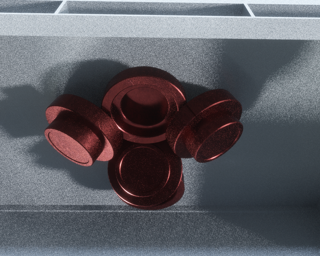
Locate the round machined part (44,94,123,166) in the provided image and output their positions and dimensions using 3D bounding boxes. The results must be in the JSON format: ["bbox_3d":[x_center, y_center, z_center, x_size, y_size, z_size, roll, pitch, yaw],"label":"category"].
[{"bbox_3d":[-0.098,0.009,0.374,0.098,0.042,0.097,22,146,16],"label":"round machined part"}]

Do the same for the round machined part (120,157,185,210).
[{"bbox_3d":[-0.014,0.076,0.459,0.099,0.042,0.097,0,130,0],"label":"round machined part"}]

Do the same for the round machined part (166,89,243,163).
[{"bbox_3d":[0.059,0.004,0.370,0.099,0.042,0.097,-25,146,-18],"label":"round machined part"}]

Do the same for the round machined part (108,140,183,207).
[{"bbox_3d":[-0.020,0.053,0.403,0.099,0.097,0.042,-5,174,4],"label":"round machined part"}]

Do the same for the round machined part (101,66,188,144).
[{"bbox_3d":[-0.018,-0.031,0.368,0.099,0.042,0.097,0,130,0],"label":"round machined part"}]
